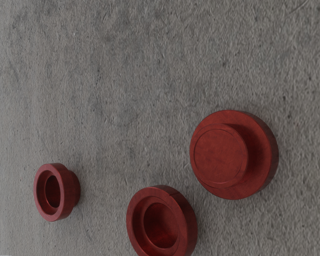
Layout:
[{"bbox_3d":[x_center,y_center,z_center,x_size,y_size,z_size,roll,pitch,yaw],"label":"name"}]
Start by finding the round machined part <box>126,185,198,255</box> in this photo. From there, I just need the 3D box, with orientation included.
[{"bbox_3d":[0.007,0.120,0.389,0.098,0.042,0.097,0,90,40],"label":"round machined part"}]

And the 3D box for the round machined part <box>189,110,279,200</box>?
[{"bbox_3d":[0.072,0.029,0.335,0.098,0.042,0.097,0,90,40],"label":"round machined part"}]

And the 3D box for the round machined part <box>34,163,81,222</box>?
[{"bbox_3d":[-0.176,0.109,0.540,0.098,0.042,0.097,0,90,40],"label":"round machined part"}]
